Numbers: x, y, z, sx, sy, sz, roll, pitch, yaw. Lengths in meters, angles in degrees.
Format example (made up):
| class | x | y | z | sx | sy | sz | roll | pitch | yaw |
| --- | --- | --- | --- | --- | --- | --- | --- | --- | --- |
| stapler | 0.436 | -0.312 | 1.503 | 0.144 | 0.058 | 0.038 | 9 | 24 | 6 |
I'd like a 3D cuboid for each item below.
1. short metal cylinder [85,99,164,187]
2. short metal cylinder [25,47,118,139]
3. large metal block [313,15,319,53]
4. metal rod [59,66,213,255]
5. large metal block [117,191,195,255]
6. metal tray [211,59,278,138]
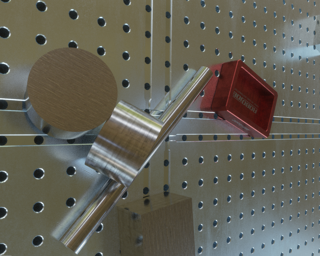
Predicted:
| class | x | y | z | sx | sy | sz | roll | pitch | yaw |
| --- | --- | --- | --- | --- | --- | --- | --- | --- | --- |
| short metal cylinder | -0.037 | 0.016 | 0.332 | 0.050 | 0.080 | 0.080 | 29 | 69 | -3 |
| short metal cylinder | -0.088 | -0.032 | 0.305 | 0.081 | 0.050 | 0.080 | 5 | 78 | -25 |
| large metal block | 0.411 | -0.224 | 0.717 | 0.050 | 0.080 | 0.080 | 22 | 76 | -38 |
| metal rod | -0.014 | 0.022 | 0.397 | 0.301 | 0.025 | 0.025 | -51 | 120 | -27 |
| large metal block | -0.004 | 0.132 | 0.390 | 0.081 | 0.050 | 0.079 | -7 | 95 | -40 |
| metal tray | 0.149 | -0.046 | 0.529 | 0.131 | 0.030 | 0.090 | 27 | 73 | -37 |
